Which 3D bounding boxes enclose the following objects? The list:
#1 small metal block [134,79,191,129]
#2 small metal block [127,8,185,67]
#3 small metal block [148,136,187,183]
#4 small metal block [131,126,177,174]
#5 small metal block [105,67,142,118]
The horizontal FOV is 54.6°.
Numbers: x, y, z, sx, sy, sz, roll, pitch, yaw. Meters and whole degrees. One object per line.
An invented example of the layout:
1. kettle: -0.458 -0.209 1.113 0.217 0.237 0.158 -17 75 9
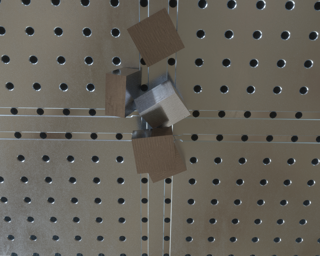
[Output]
1. small metal block: 0.004 -0.026 0.391 0.050 0.025 0.050 -30 141 10
2. small metal block: -0.004 -0.109 0.373 0.050 0.025 0.050 -27 108 9
3. small metal block: 0.004 0.041 0.429 0.050 0.025 0.050 -22 109 8
4. small metal block: -0.007 0.028 0.395 0.050 0.025 0.050 -6 114 2
5. small metal block: -0.044 -0.045 0.381 0.025 0.050 0.050 10 111 14
